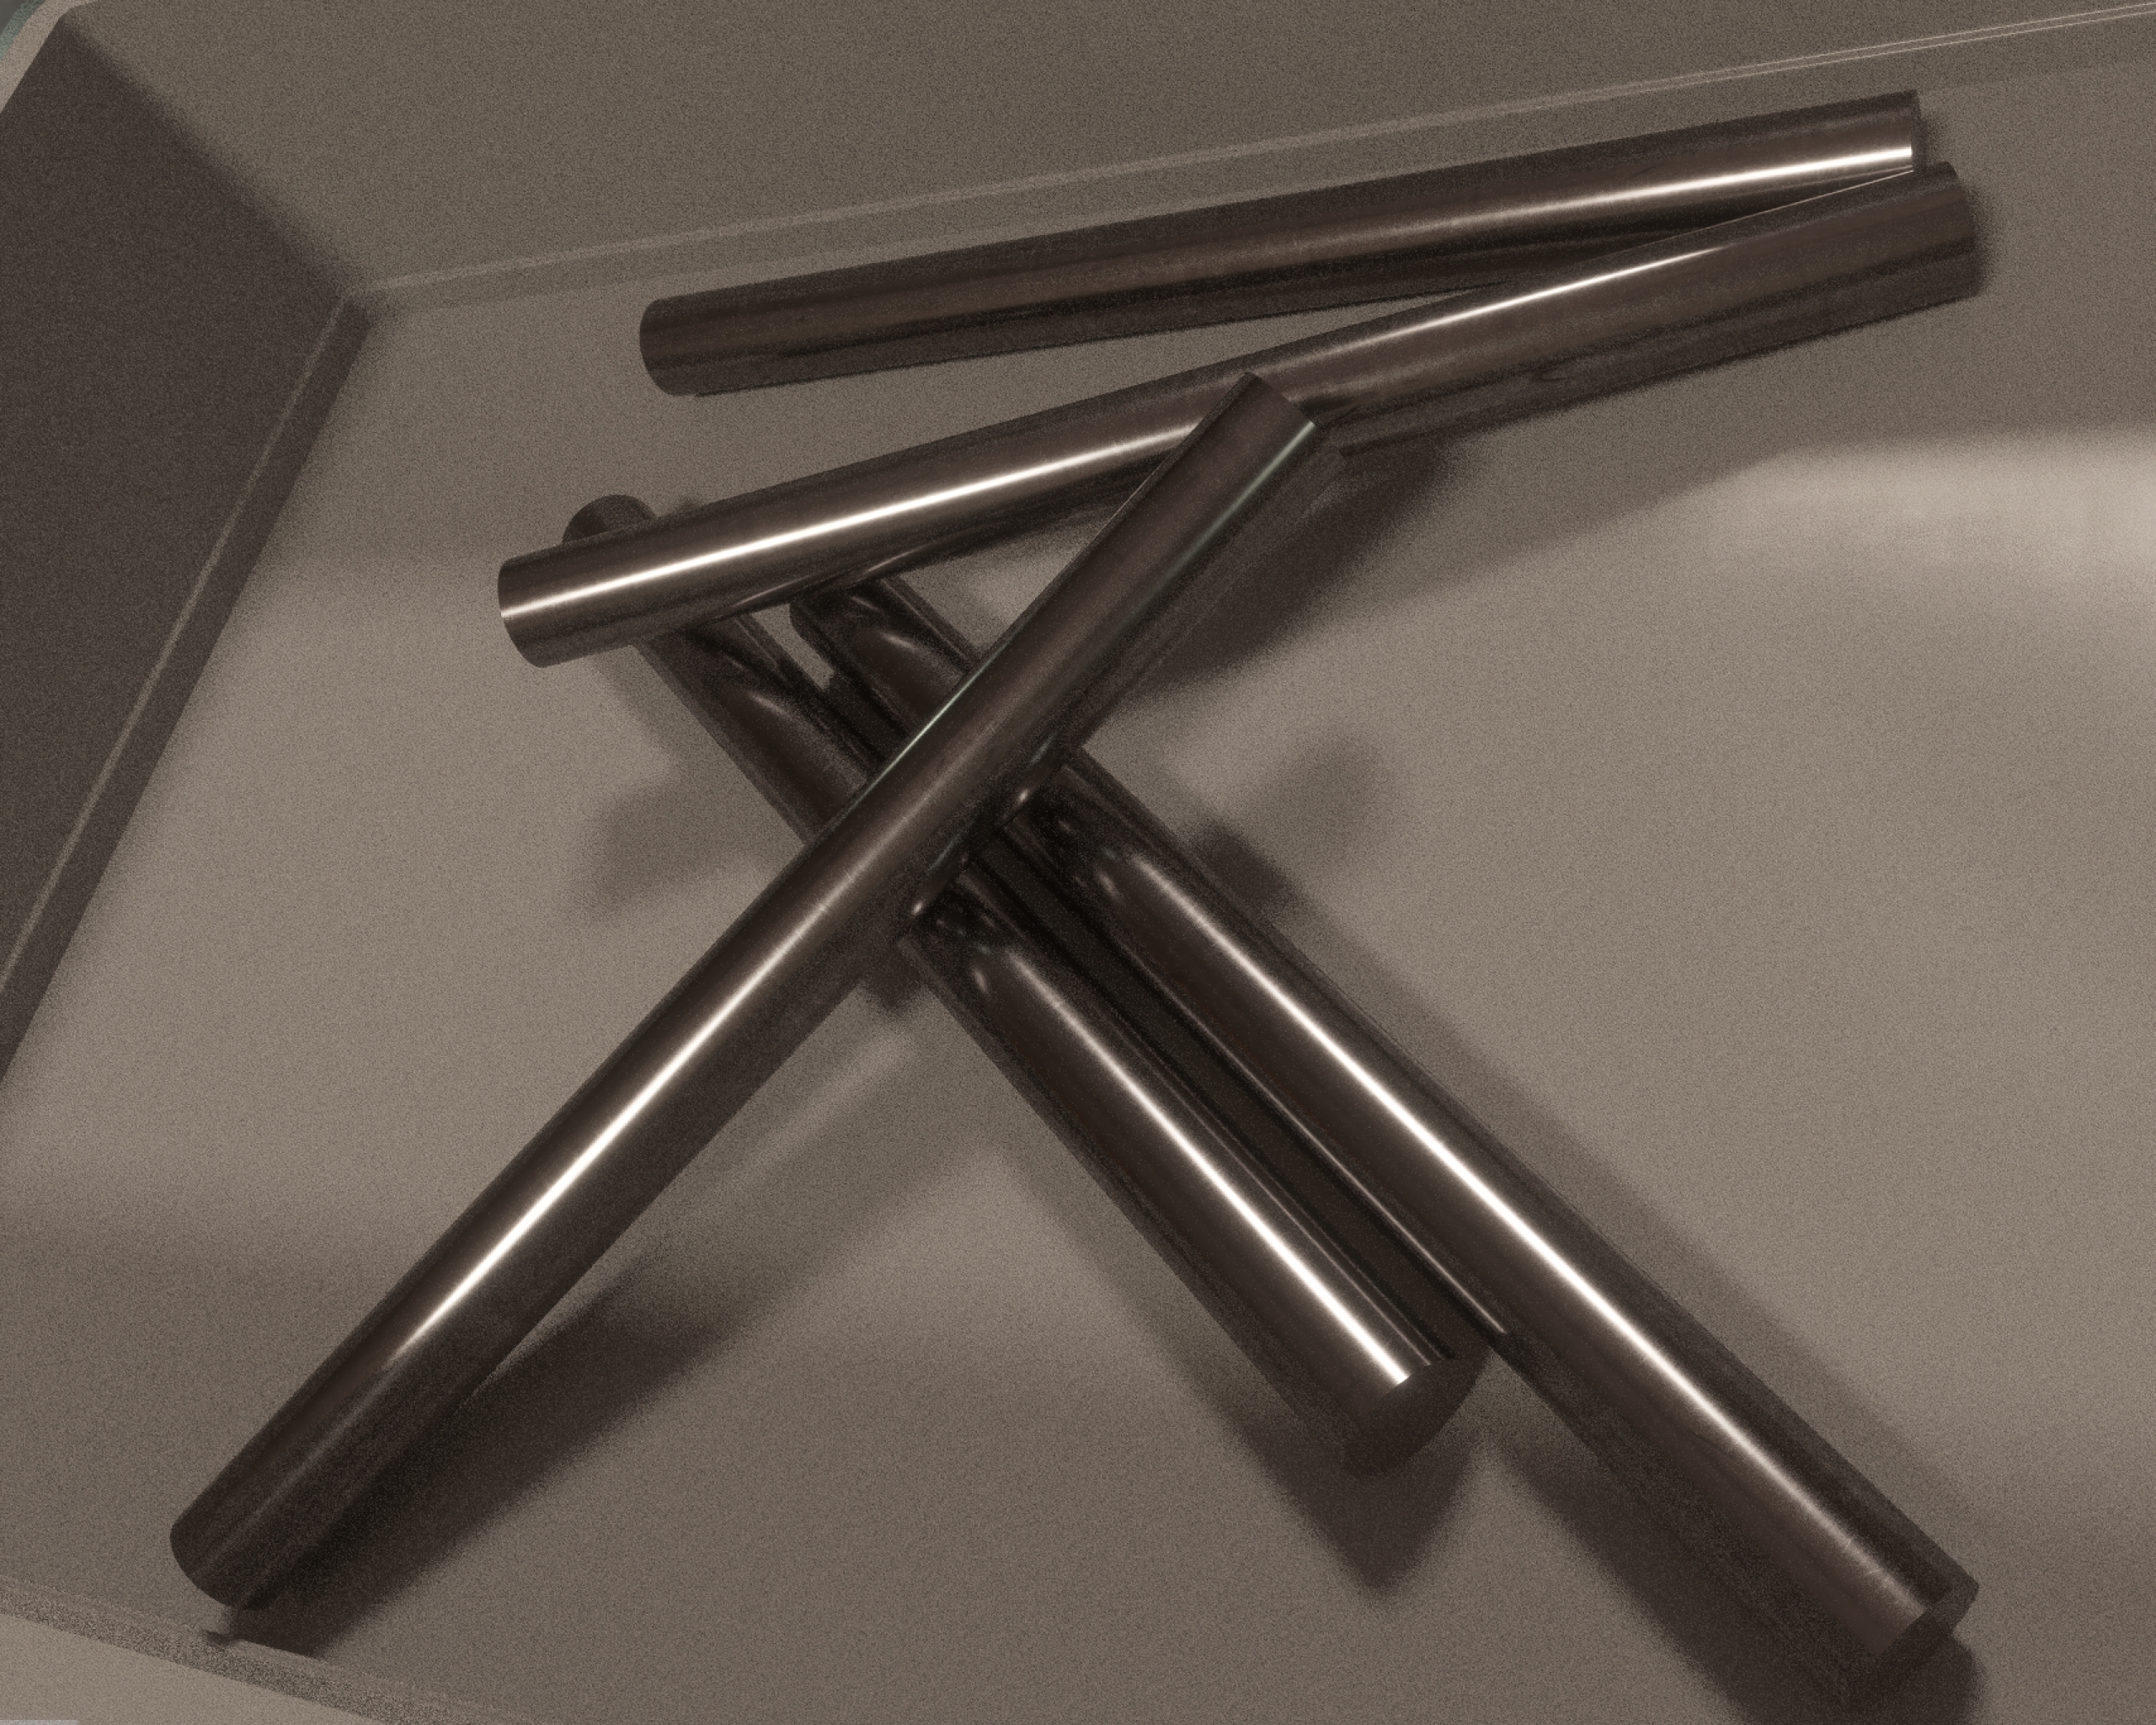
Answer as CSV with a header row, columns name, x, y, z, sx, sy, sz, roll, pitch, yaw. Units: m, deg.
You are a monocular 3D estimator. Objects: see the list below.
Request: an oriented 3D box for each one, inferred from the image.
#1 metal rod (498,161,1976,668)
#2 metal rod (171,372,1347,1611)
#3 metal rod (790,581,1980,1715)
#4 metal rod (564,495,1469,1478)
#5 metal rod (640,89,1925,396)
name,x,y,z,sx,sy,sz,roll,pitch,yaw
metal rod,0.022,-0.087,0.425,0.301,0.025,0.025,-13,56,13
metal rod,-0.063,0.028,0.393,0.300,0.025,0.025,-46,51,5
metal rod,0.029,0.023,0.374,0.025,0.025,0.300,-43,51,-2
metal rod,-0.032,0.004,0.418,0.025,0.025,0.300,-43,51,-2
metal rod,0.029,-0.135,0.471,0.300,0.025,0.025,-1,62,27
